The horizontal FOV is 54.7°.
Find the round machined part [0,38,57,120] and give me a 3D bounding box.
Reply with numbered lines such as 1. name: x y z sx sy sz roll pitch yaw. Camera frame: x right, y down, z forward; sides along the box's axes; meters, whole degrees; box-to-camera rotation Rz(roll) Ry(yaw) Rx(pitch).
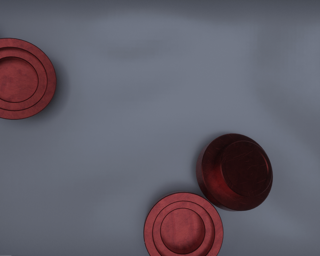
1. round machined part: -0.184 -0.060 0.390 0.099 0.042 0.097 -2 95 -24

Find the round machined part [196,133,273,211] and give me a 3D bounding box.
1. round machined part: 0.099 0.053 0.387 0.099 0.042 0.098 4 72 -14

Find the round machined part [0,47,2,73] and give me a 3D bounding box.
1. round machined part: -0.252 -0.088 0.380 0.042 0.098 0.097 9 90 29

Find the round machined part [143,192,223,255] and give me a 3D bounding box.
1. round machined part: 0.028 0.130 0.399 0.099 0.042 0.097 0 83 -3
